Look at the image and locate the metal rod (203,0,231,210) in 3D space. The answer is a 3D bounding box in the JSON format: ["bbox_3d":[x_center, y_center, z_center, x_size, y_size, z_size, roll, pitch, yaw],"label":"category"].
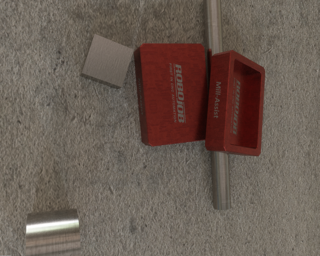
[{"bbox_3d":[0.081,-0.035,0.440,0.025,0.025,0.298,-4,91,-20],"label":"metal rod"}]

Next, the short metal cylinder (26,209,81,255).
[{"bbox_3d":[-0.117,0.131,0.337,0.050,0.080,0.079,-1,91,-20],"label":"short metal cylinder"}]

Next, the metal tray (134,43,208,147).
[{"bbox_3d":[0.018,-0.045,0.414,0.091,0.030,0.129,-6,92,-20],"label":"metal tray"}]

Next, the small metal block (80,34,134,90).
[{"bbox_3d":[-0.066,-0.081,0.385,0.050,0.025,0.050,18,84,-20],"label":"small metal block"}]

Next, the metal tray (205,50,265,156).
[{"bbox_3d":[0.105,-0.030,0.423,0.091,0.030,0.129,12,81,-43],"label":"metal tray"}]
